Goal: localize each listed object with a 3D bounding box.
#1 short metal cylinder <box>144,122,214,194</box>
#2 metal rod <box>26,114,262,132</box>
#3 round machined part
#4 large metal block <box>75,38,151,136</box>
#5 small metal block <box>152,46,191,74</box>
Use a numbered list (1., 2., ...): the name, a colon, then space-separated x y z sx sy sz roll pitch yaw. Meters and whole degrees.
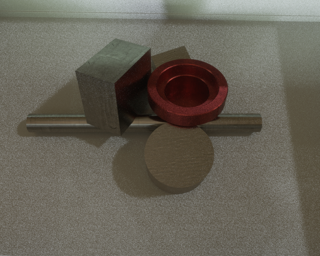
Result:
1. short metal cylinder: 0.022 0.037 0.380 0.081 0.050 0.080 0 70 0
2. metal rod: -0.019 -0.007 0.409 0.302 0.025 0.025 0 70 -1
3. round machined part: 0.034 -0.040 0.394 0.099 0.042 0.098 0 52 0
4. large metal block: -0.052 -0.051 0.381 0.050 0.079 0.080 20 48 18
5. small metal block: 0.020 -0.083 0.439 0.050 0.025 0.050 -20 71 -8
